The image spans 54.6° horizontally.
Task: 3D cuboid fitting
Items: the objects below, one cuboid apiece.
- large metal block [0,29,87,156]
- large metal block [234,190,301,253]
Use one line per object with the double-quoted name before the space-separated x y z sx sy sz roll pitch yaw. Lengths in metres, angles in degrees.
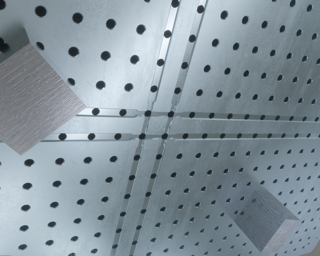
"large metal block" -0.133 -0.034 0.301 0.080 0.050 0.080 -37 129 -3
"large metal block" 0.204 0.179 0.596 0.050 0.080 0.080 17 110 -35
